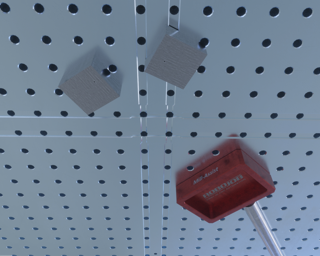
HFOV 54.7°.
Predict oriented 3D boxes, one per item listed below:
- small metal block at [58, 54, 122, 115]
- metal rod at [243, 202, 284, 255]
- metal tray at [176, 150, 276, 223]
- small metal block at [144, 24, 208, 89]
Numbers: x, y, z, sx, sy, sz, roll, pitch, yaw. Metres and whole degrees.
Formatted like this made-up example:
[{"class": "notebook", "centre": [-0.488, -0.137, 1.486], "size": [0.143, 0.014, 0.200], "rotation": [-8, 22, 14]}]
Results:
[{"class": "small metal block", "centre": [-0.082, -0.050, 0.368], "size": [0.050, 0.025, 0.050], "rotation": [-27, 125, 21]}, {"class": "metal rod", "centre": [0.214, 0.222, 0.602], "size": [0.025, 0.025, 0.299], "rotation": [-21, 127, 17]}, {"class": "metal tray", "centre": [0.101, 0.097, 0.491], "size": [0.130, 0.030, 0.090], "rotation": [-37, 121, 27]}, {"class": "small metal block", "centre": [0.017, -0.078, 0.345], "size": [0.050, 0.025, 0.050], "rotation": [22, 127, -18]}]
